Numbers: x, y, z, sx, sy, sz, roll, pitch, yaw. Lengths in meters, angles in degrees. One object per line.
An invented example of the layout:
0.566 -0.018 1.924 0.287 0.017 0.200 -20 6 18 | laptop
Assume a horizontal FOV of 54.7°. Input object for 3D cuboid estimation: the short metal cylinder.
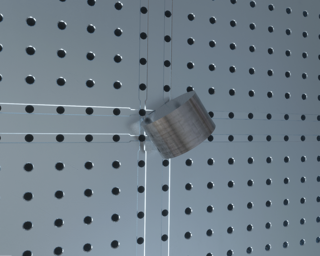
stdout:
0.023 -0.005 0.393 0.080 0.080 0.050 -36 102 -17 | short metal cylinder
